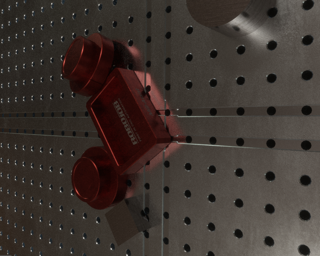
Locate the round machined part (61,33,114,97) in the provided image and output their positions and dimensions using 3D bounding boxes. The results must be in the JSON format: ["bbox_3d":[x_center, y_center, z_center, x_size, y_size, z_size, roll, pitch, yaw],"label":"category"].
[{"bbox_3d":[-0.115,-0.100,0.471,0.098,0.042,0.098,-25,56,43],"label":"round machined part"}]

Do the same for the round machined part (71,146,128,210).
[{"bbox_3d":[-0.099,0.077,0.478,0.098,0.042,0.097,0,90,39],"label":"round machined part"}]

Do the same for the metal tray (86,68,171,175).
[{"bbox_3d":[-0.050,-0.010,0.444,0.090,0.030,0.130,-43,65,31],"label":"metal tray"}]

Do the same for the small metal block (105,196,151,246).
[{"bbox_3d":[-0.047,0.134,0.446,0.050,0.025,0.050,-42,65,31],"label":"small metal block"}]

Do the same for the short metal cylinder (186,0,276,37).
[{"bbox_3d":[0.075,-0.142,0.330,0.080,0.050,0.079,0,91,39],"label":"short metal cylinder"}]
